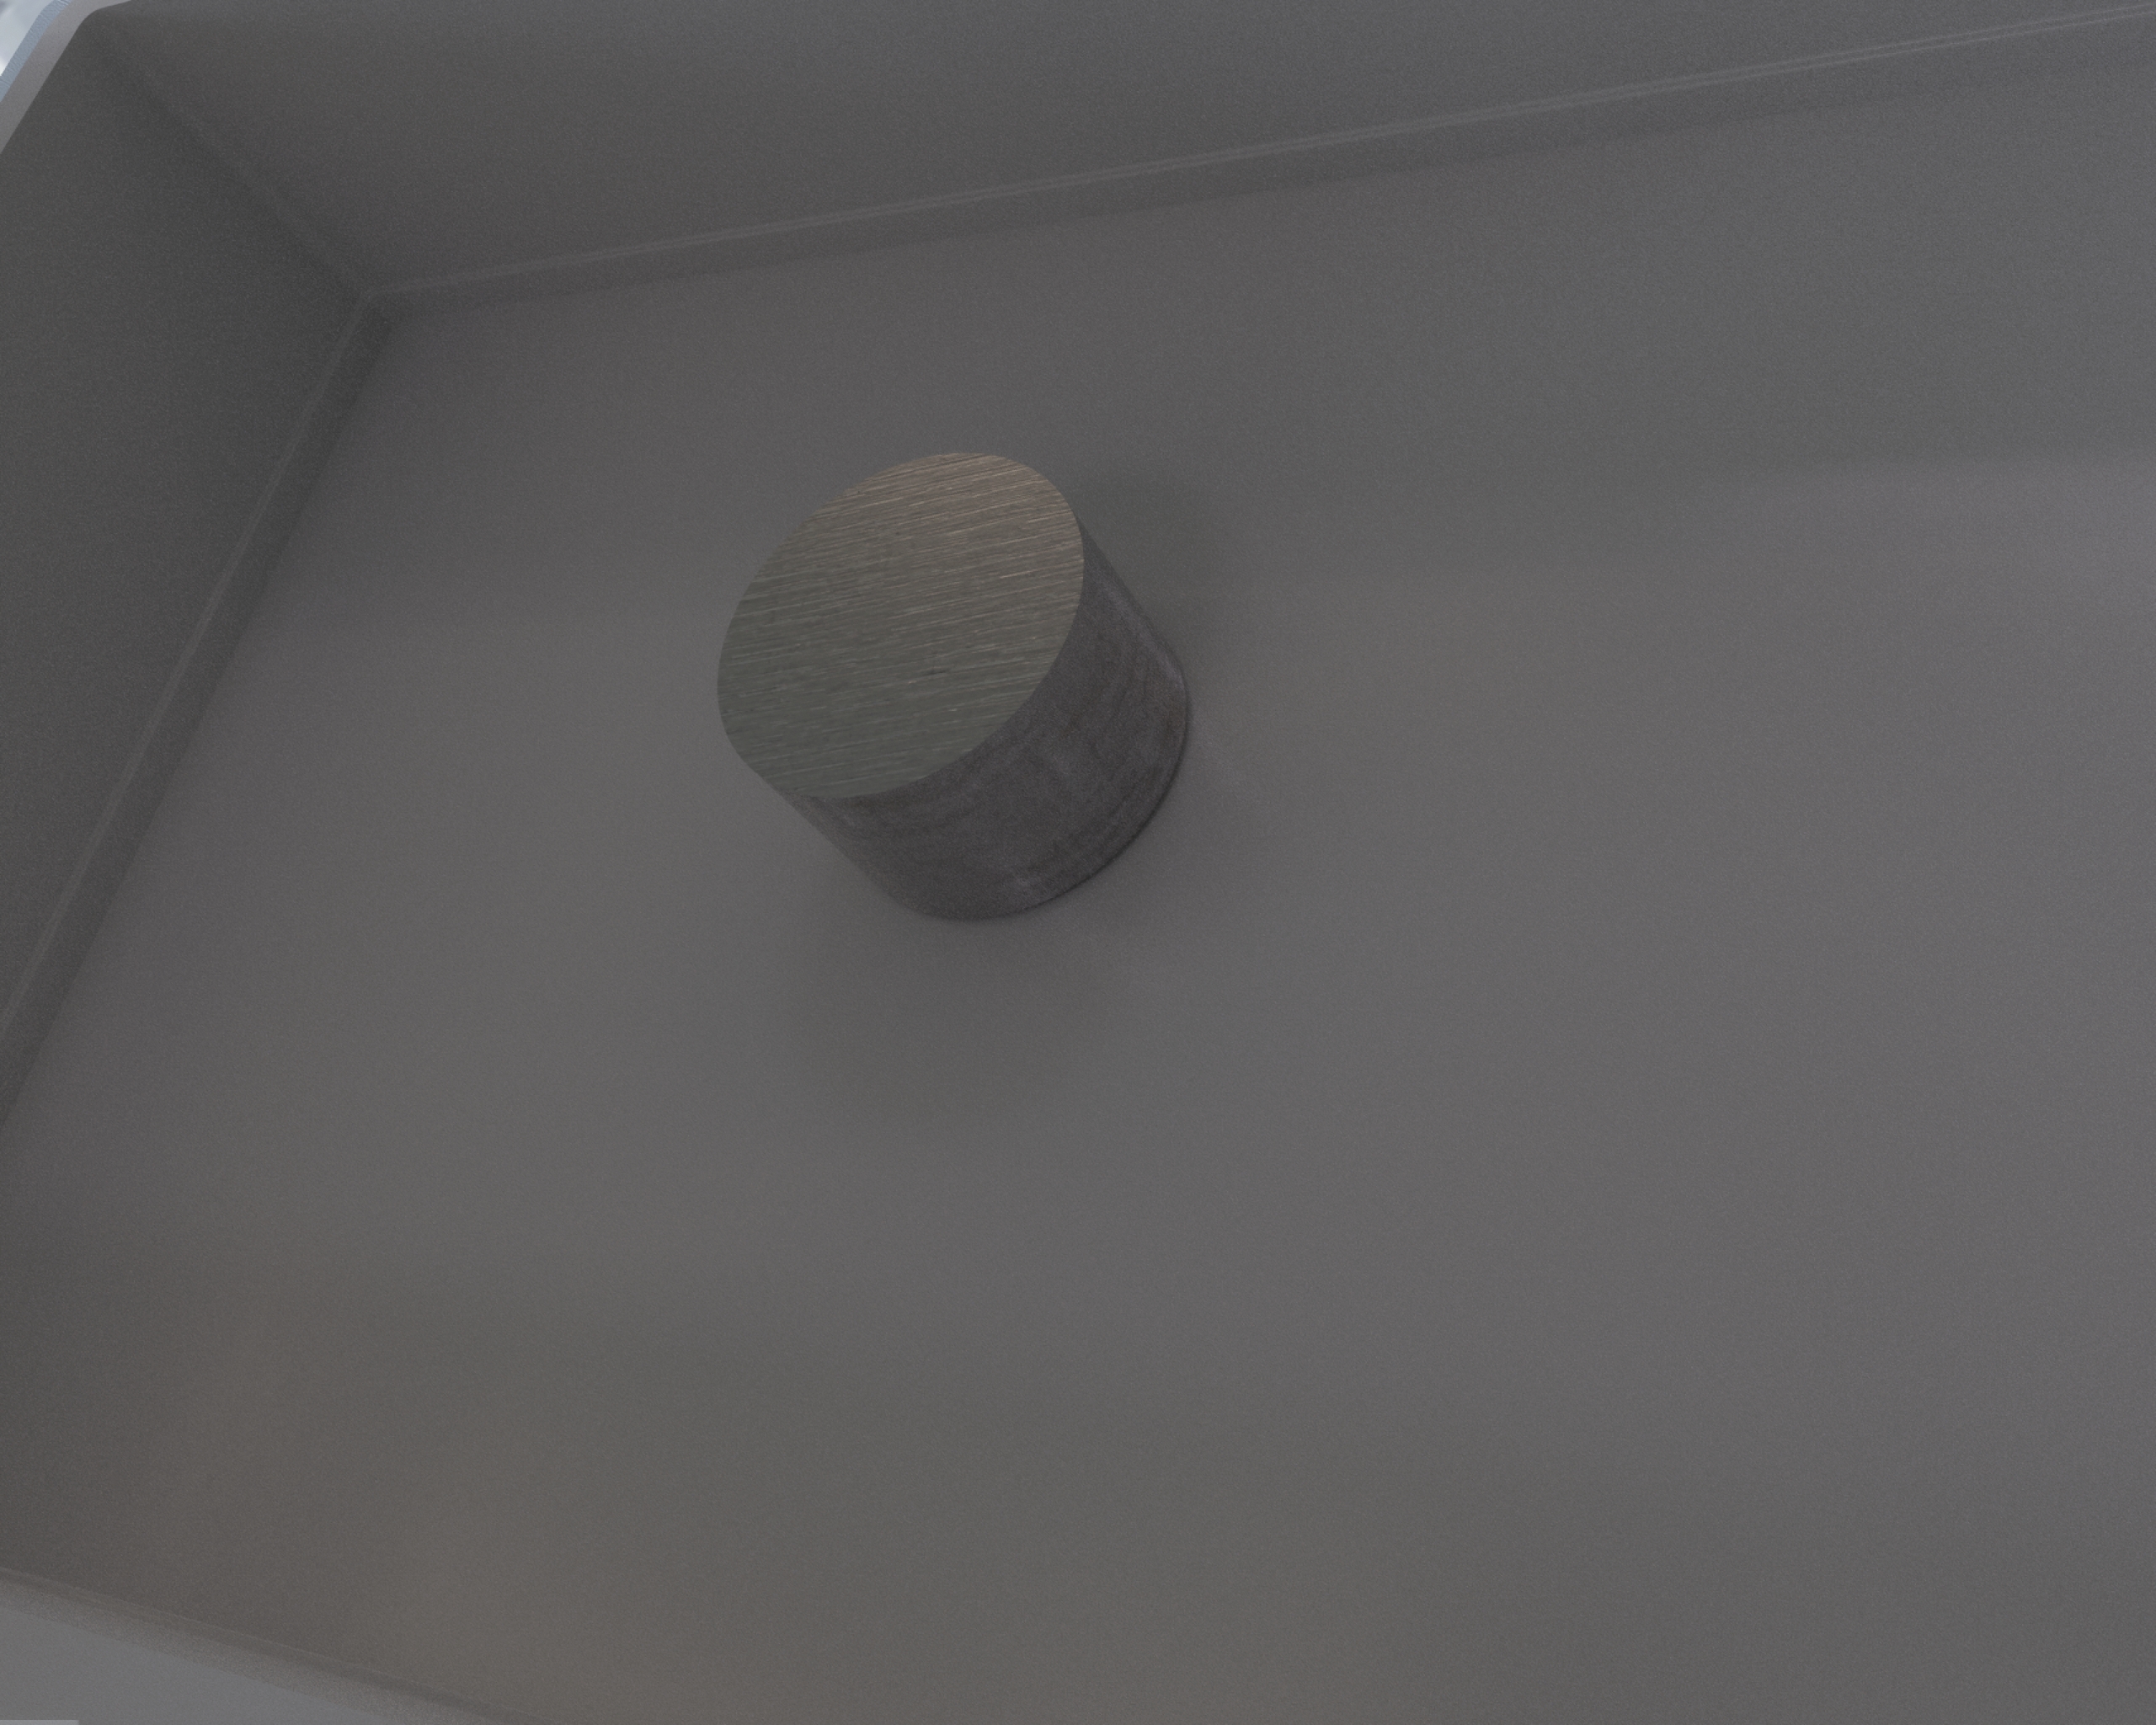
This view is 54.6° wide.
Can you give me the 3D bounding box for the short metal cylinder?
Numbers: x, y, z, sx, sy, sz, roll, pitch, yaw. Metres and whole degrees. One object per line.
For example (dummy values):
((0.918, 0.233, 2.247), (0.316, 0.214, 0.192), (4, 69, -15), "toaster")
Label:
((-0.025, -0.035, 0.423), (0.080, 0.050, 0.080), (-13, 56, 21), "short metal cylinder")
